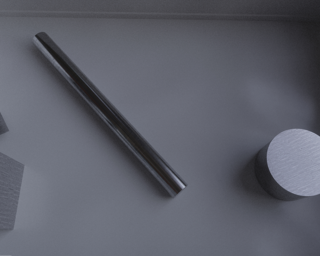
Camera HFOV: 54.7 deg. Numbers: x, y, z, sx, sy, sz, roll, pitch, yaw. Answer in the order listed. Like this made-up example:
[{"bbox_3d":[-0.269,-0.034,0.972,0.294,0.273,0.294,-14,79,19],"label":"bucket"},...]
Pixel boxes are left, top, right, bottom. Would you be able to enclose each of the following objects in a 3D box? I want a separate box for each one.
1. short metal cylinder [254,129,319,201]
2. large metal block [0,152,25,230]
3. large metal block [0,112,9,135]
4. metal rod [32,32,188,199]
[{"bbox_3d":[0.164,0.047,0.381,0.081,0.050,0.080,0,70,0],"label":"short metal cylinder"},{"bbox_3d":[-0.202,0.072,0.352,0.050,0.080,0.080,1,70,0],"label":"large metal block"},{"bbox_3d":[-0.242,-0.022,0.370,0.081,0.079,0.050,-27,53,-25],"label":"large metal block"},{"bbox_3d":[-0.075,-0.026,0.418,0.025,0.025,0.300,-40,75,-14],"label":"metal rod"}]
